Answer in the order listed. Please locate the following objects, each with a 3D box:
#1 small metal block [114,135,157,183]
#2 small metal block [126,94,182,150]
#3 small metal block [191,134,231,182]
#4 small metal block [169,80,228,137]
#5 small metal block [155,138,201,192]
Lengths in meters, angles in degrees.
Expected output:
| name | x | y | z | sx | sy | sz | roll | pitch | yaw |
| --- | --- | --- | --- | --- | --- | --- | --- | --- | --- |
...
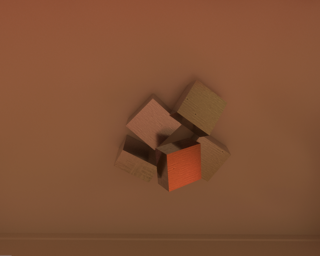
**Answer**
| name | x | y | z | sx | sy | sz | roll | pitch | yaw |
| --- | --- | --- | --- | --- | --- | --- | --- | --- | --- |
| small metal block | -0.030 | 0.040 | 0.410 | 0.050 | 0.050 | 0.025 | 28 | 108 | -10 |
| small metal block | -0.008 | -0.008 | 0.406 | 0.050 | 0.025 | 0.050 | 42 | 104 | -14 |
| small metal block | 0.059 | 0.037 | 0.424 | 0.050 | 0.025 | 0.050 | 34 | 106 | -12 |
| small metal block | 0.049 | -0.024 | 0.390 | 0.050 | 0.025 | 0.050 | 35 | 73 | -13 |
| small metal block | 0.024 | 0.045 | 0.388 | 0.050 | 0.025 | 0.050 | -16 | 113 | -29 |
